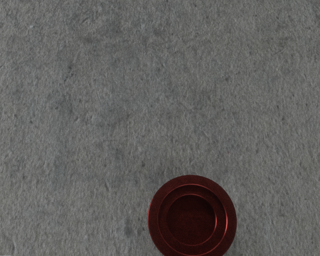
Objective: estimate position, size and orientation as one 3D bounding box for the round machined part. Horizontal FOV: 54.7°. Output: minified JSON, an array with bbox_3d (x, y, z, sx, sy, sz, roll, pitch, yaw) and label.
[{"bbox_3d":[0.036,0.107,0.360,0.099,0.042,0.098,0,70,-1],"label":"round machined part"}]
